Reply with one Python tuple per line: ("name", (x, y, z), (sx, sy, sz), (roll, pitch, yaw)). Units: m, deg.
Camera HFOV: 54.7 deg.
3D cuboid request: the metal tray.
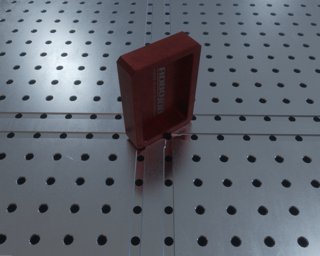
("metal tray", (0.000, -0.041, 0.374), (0.091, 0.129, 0.030), (-28, 56, -22))
